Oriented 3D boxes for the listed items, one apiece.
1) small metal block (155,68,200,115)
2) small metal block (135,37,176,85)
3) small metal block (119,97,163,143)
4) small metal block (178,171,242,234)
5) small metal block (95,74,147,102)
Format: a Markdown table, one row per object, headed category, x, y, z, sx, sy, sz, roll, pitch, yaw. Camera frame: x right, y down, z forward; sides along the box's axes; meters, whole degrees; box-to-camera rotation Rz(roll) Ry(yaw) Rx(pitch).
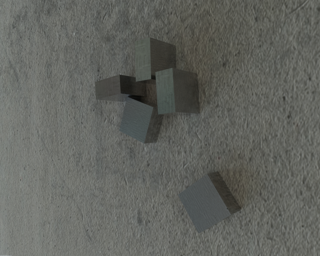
| category | x | y | z | sx | sy | sz | roll | pitch | yaw |
| --- | --- | --- | --- | --- | --- | --- | --- | --- | --- |
| small metal block | 0.022 | -0.041 | 0.371 | 0.025 | 0.050 | 0.050 | -6 | 86 | 40 |
| small metal block | -0.005 | -0.082 | 0.392 | 0.025 | 0.050 | 0.050 | -3 | 88 | 40 |
| small metal block | -0.025 | -0.011 | 0.426 | 0.050 | 0.025 | 0.050 | 24 | 105 | 37 |
| small metal block | 0.056 | 0.086 | 0.359 | 0.050 | 0.025 | 0.050 | -43 | 64 | 31 |
| small metal block | -0.054 | -0.054 | 0.434 | 0.050 | 0.050 | 0.025 | -7 | 85 | 40 |
